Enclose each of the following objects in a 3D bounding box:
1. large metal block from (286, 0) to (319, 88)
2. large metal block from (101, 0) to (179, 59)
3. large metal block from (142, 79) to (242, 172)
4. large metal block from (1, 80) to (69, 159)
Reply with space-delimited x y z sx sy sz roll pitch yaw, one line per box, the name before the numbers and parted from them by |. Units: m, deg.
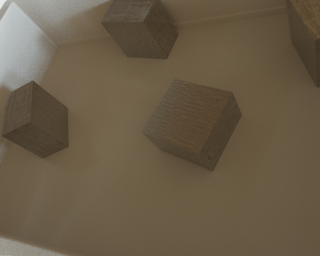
large metal block | 0.181 -0.106 0.340 0.050 0.080 0.080 -20 54 16
large metal block | -0.029 -0.154 0.480 0.080 0.080 0.050 11 68 33
large metal block | 0.040 -0.006 0.372 0.080 0.050 0.080 20 72 35
large metal block | -0.188 -0.011 0.476 0.050 0.080 0.080 -24 53 14
